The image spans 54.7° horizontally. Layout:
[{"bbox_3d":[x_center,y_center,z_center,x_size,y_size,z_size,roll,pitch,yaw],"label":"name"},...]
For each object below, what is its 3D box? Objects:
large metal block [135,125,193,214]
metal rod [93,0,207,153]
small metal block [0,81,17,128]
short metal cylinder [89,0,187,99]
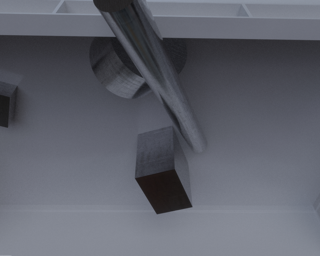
[{"bbox_3d":[0.006,0.057,0.422,0.050,0.080,0.080,-15,129,12],"label":"large metal block"},{"bbox_3d":[0.016,-0.023,0.295,0.025,0.025,0.300,-14,159,11],"label":"metal rod"},{"bbox_3d":[-0.207,-0.032,0.378,0.050,0.025,0.050,15,129,-13],"label":"small metal block"},{"bbox_3d":[-0.021,-0.074,0.300,0.080,0.080,0.050,29,153,-23],"label":"short metal cylinder"}]
